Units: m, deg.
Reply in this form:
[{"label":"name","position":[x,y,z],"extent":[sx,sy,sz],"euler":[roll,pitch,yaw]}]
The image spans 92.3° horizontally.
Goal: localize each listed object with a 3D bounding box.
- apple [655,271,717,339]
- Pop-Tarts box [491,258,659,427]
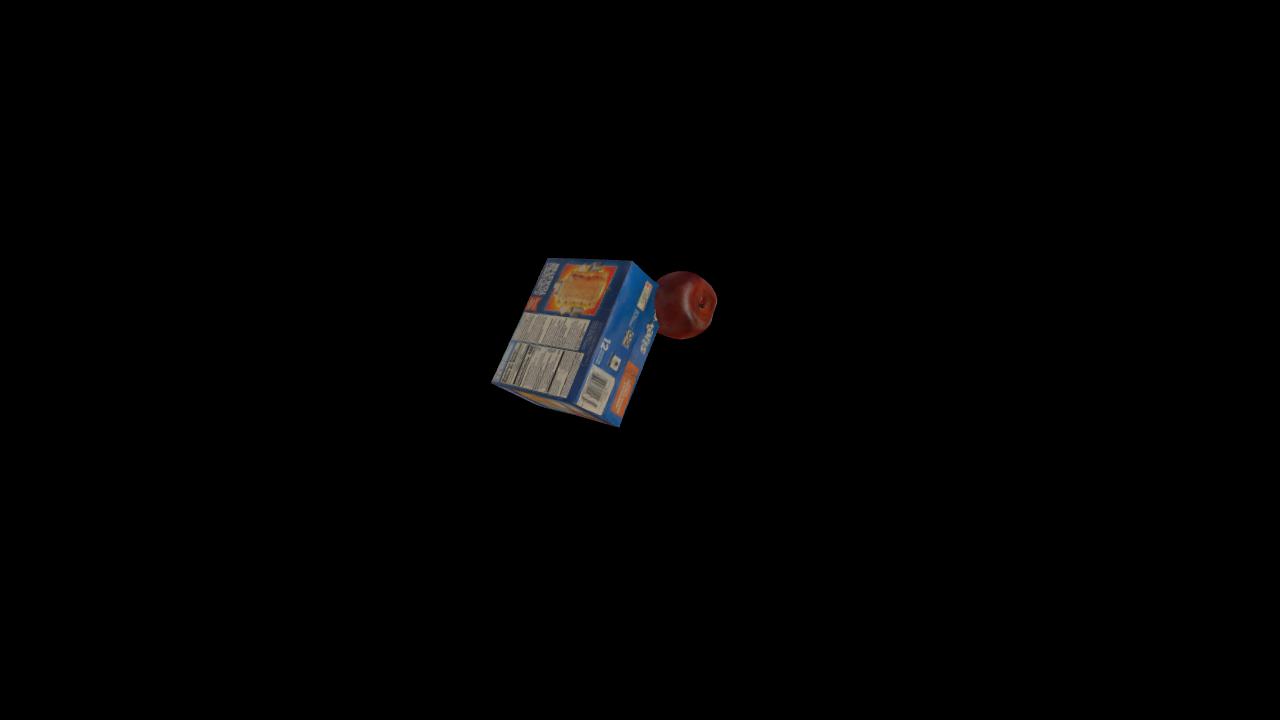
[{"label":"apple","position":[0.043,-0.063,0.709],"extent":[0.079,0.079,0.093],"euler":[0,1,-41]},{"label":"Pop-Tarts box","position":[-0.066,-0.024,0.700],"extent":[0.141,0.167,0.083],"euler":[9,-19,39]}]
